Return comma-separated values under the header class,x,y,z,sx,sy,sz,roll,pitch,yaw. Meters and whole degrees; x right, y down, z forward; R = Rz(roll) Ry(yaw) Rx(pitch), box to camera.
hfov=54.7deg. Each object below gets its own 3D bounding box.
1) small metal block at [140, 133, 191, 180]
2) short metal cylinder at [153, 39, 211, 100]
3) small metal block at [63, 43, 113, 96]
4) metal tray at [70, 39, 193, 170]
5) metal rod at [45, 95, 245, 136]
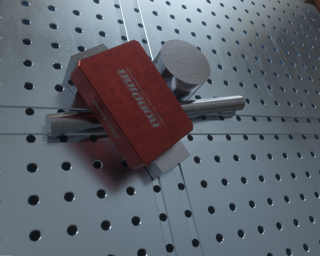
class,x,y,z,sx,sy,sz,roll,pitch,yaw
small metal block,0.002,0.029,0.391,0.050,0.025,0.050,-26,76,-37
short metal cylinder,0.027,-0.083,0.458,0.081,0.050,0.080,14,56,-21
small metal block,-0.089,-0.073,0.389,0.025,0.050,0.050,49,51,6
metal tray,-0.029,-0.030,0.359,0.091,0.030,0.130,-35,93,-38
metal rod,0.002,-0.022,0.425,0.303,0.025,0.025,-8,66,-32
